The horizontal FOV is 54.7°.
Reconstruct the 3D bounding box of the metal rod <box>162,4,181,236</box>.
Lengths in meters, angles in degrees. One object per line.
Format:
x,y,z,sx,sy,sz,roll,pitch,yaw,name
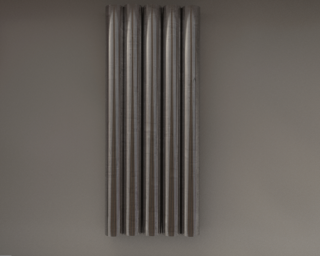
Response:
0.015,-0.010,0.410,0.025,0.025,0.298,0,90,0,metal rod

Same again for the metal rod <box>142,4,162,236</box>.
-0.010,-0.010,0.410,0.025,0.025,0.298,0,90,0,metal rod

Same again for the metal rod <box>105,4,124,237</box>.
-0.060,-0.010,0.410,0.025,0.025,0.298,0,90,0,metal rod

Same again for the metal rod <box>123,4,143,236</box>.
-0.036,-0.011,0.410,0.025,0.025,0.298,0,90,0,metal rod

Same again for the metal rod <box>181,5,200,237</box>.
0.040,-0.009,0.410,0.025,0.025,0.298,0,90,0,metal rod
